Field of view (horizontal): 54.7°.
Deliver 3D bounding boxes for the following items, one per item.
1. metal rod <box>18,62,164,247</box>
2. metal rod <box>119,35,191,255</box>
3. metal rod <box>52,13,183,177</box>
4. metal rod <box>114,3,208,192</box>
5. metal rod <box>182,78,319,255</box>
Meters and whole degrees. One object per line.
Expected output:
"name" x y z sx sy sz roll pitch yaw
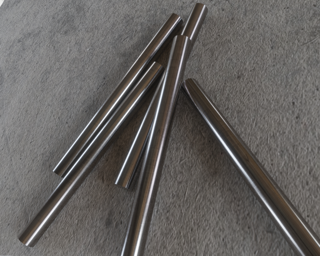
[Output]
"metal rod" -0.088 0.029 0.432 0.025 0.025 0.300 28 77 37
"metal rod" -0.002 0.015 0.380 0.025 0.025 0.299 2 67 29
"metal rod" -0.057 -0.054 0.467 0.025 0.025 0.300 26 76 37
"metal rod" 0.009 -0.056 0.433 0.025 0.025 0.300 10 66 32
"metal rod" 0.096 0.045 0.325 0.025 0.025 0.300 -34 51 6
